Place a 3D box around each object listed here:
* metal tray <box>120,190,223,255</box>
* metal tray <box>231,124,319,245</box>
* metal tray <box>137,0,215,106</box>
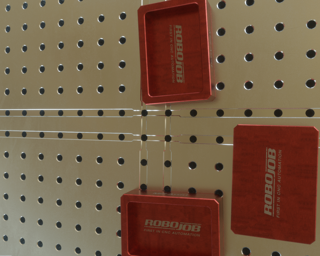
[{"bbox_3d":[0.014,0.131,0.404,0.130,0.030,0.089,-1,90,19],"label":"metal tray"},{"bbox_3d":[0.132,0.061,0.363,0.090,0.030,0.129,2,91,19],"label":"metal tray"},{"bbox_3d":[0.021,-0.097,0.401,0.090,0.030,0.129,-3,89,19],"label":"metal tray"}]
